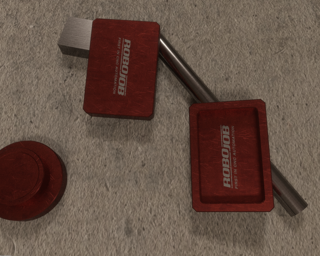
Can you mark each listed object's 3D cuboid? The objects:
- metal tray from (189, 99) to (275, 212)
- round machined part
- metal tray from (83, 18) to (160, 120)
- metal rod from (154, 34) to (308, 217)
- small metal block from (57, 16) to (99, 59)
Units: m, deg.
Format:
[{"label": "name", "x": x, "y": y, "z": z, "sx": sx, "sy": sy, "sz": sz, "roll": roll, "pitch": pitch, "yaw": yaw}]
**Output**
[{"label": "metal tray", "x": 0.084, "y": 0.034, "z": 0.374, "sx": 0.090, "sy": 0.030, "sz": 0.129, "roll": -3, "pitch": 78, "yaw": 11}, {"label": "round machined part", "x": -0.168, "y": 0.061, "z": 0.375, "sx": 0.099, "sy": 0.042, "sz": 0.098, "roll": 0, "pitch": 70, "yaw": -1}, {"label": "metal tray", "x": -0.049, "y": -0.078, "z": 0.418, "sx": 0.091, "sy": 0.030, "sz": 0.129, "roll": 4, "pitch": 82, "yaw": 2}, {"label": "metal rod", "x": 0.081, "y": -0.015, "z": 0.414, "sx": 0.025, "sy": 0.025, "sz": 0.300, "roll": -34, "pitch": 74, "yaw": -12}, {"label": "small metal block", "x": -0.115, "y": -0.132, "z": 0.455, "sx": 0.050, "sy": 0.025, "sz": 0.050, "roll": 11, "pitch": 70, "yaw": 4}]
